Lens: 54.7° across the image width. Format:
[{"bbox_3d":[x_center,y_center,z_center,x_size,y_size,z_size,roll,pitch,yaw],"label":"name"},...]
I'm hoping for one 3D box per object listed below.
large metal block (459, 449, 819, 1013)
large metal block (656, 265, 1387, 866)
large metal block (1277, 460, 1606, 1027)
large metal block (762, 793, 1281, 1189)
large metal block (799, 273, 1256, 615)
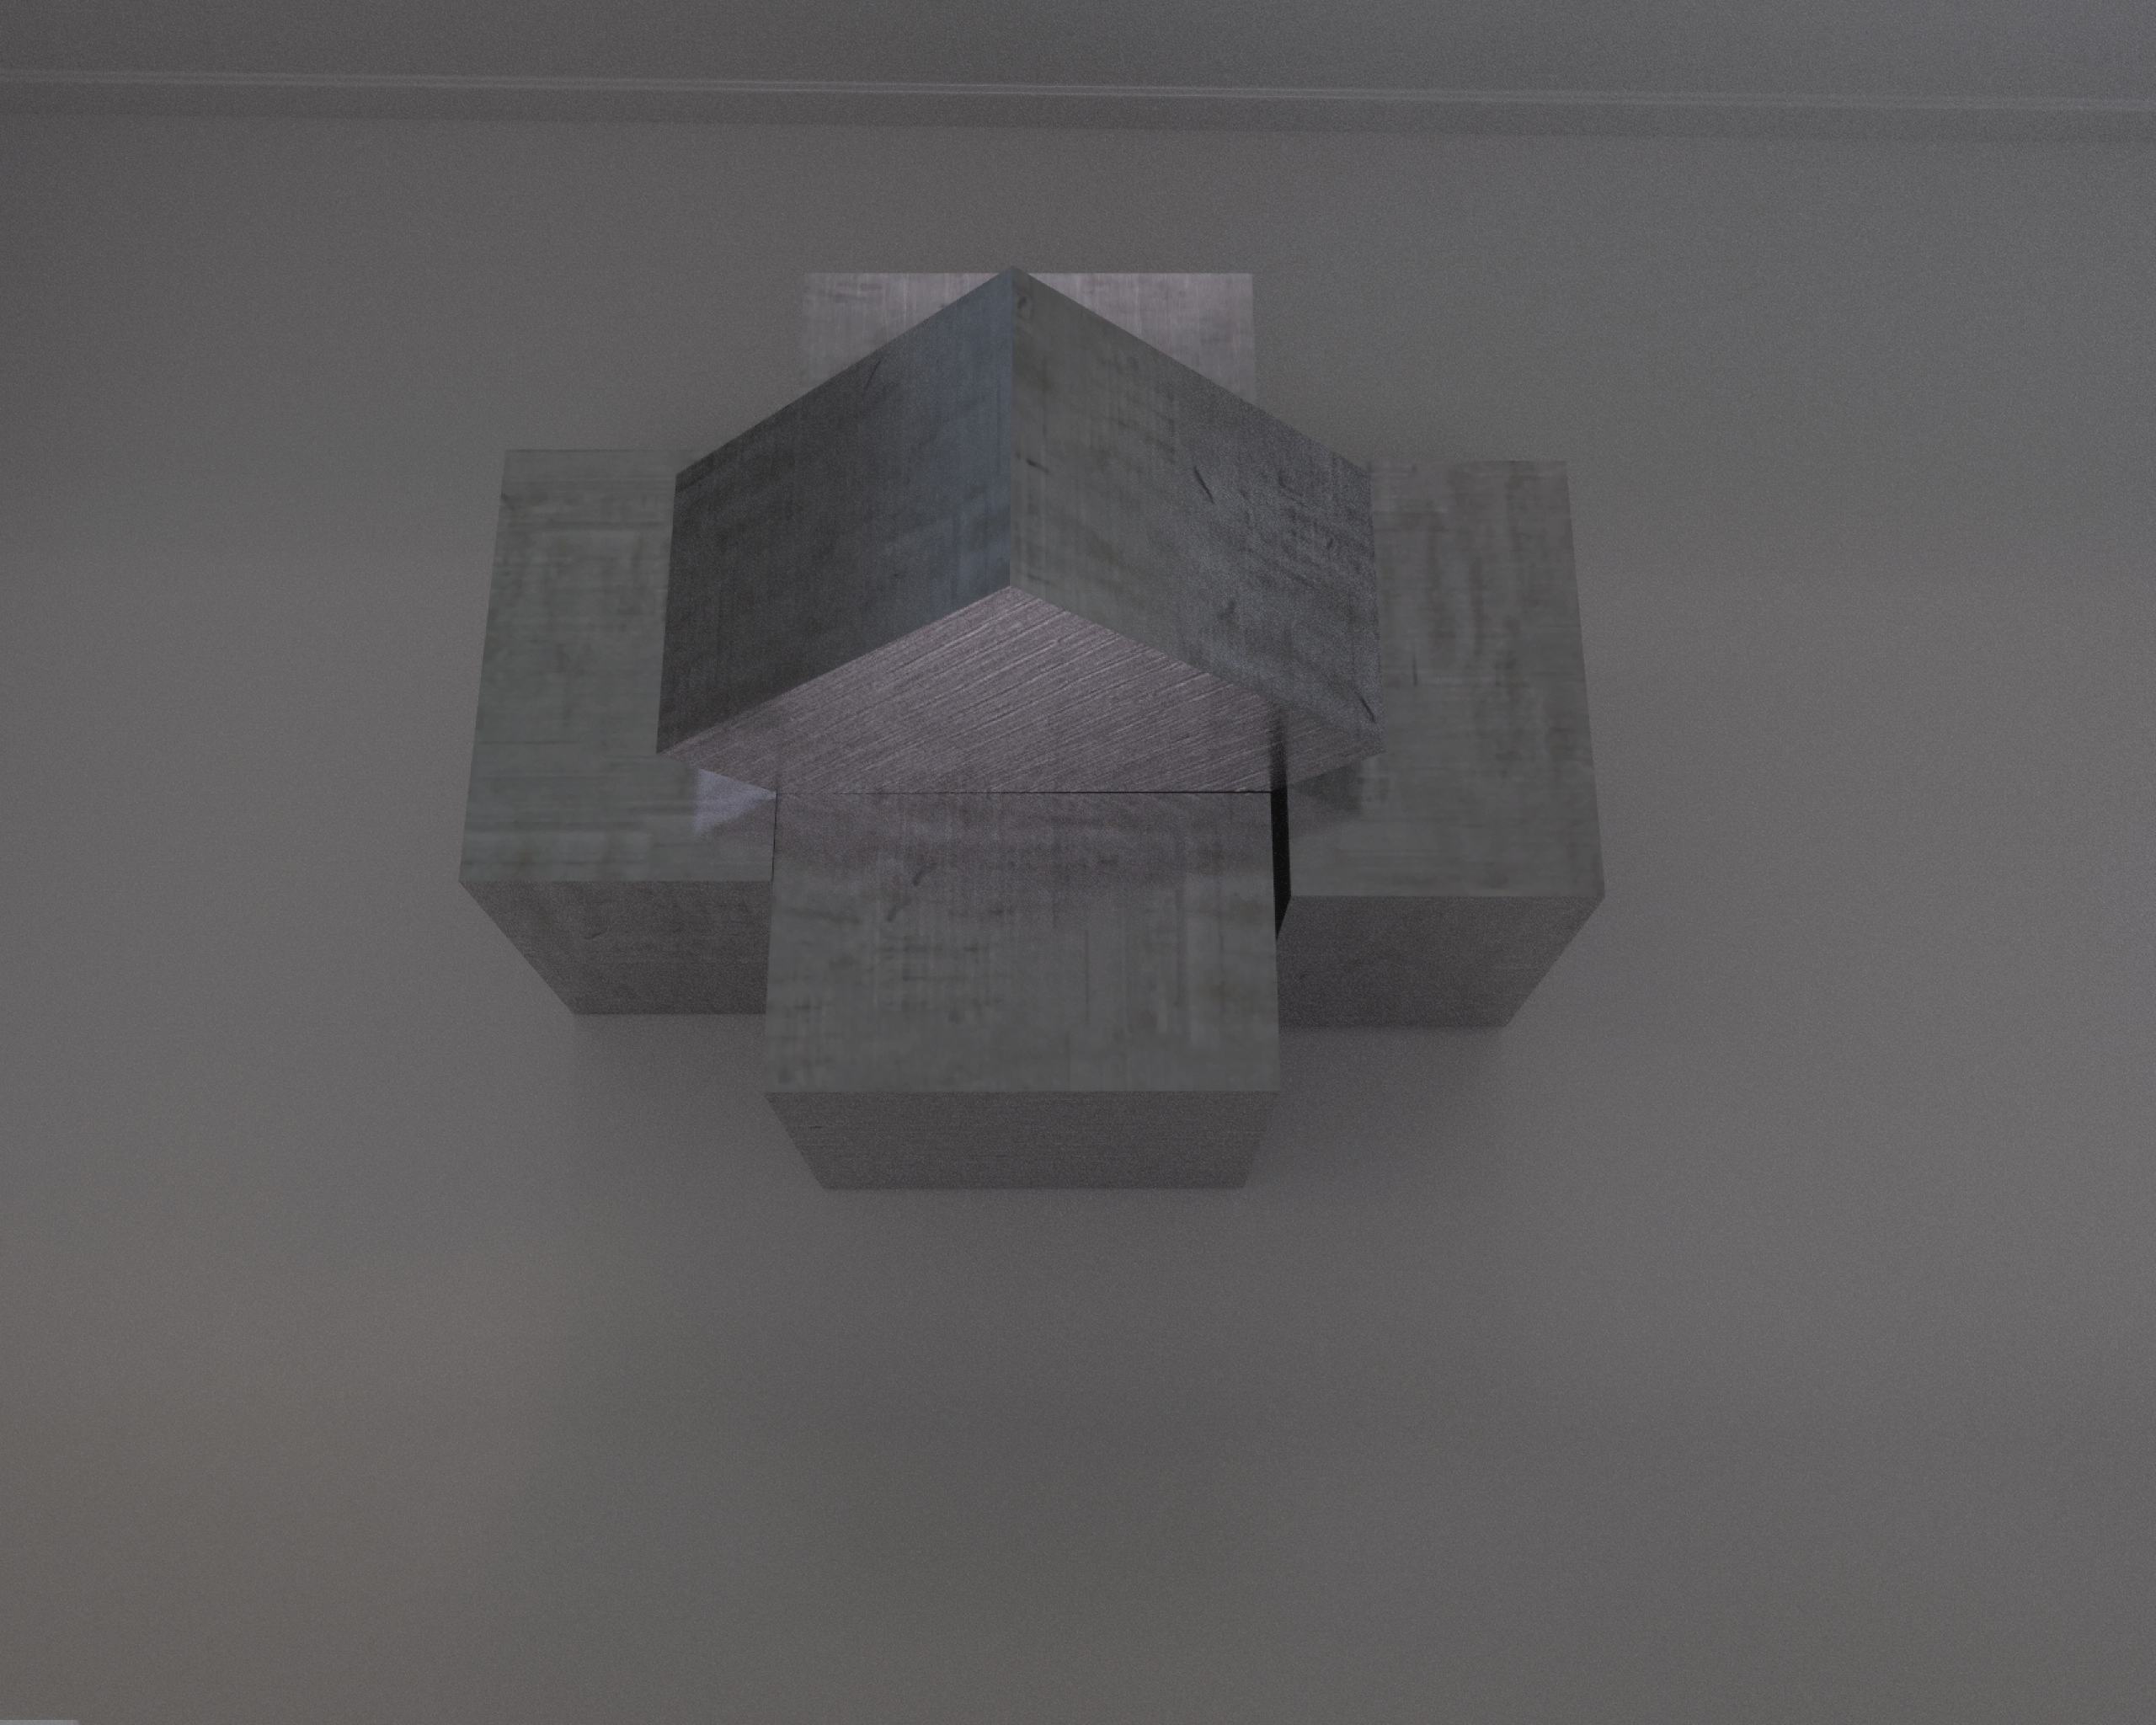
[{"bbox_3d":[-0.074,-0.021,0.387,0.050,0.080,0.080,0,70,0],"label":"large metal block"},{"bbox_3d":[-0.009,-0.040,0.334,0.080,0.080,0.050,19,63,-42],"label":"large metal block"},{"bbox_3d":[0.059,-0.019,0.384,0.050,0.080,0.080,0,70,0],"label":"large metal block"},{"bbox_3d":[-0.009,0.025,0.370,0.081,0.080,0.050,0,70,0],"label":"large metal block"},{"bbox_3d":[-0.009,-0.069,0.404,0.081,0.080,0.050,0,70,0],"label":"large metal block"}]
